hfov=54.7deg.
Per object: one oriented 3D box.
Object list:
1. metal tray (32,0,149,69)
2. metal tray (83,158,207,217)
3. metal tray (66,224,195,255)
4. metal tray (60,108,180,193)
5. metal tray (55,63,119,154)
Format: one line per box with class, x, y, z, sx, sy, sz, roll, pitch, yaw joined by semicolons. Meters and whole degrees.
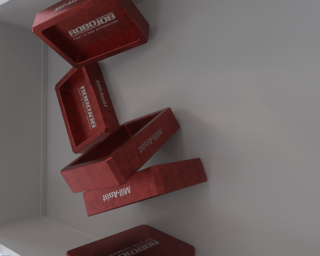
metal tray;-0.092;-0.135;0.419;0.130;0.090;0.030;-14;57;25
metal tray;-0.020;0.073;0.380;0.130;0.091;0.030;-26;75;37
metal tray;-0.032;0.157;0.365;0.090;0.131;0.030;10;97;39
metal tray;-0.044;0.024;0.375;0.090;0.131;0.030;-17;107;39
metal tray;-0.121;-0.034;0.503;0.090;0.030;0.130;-32;70;35
